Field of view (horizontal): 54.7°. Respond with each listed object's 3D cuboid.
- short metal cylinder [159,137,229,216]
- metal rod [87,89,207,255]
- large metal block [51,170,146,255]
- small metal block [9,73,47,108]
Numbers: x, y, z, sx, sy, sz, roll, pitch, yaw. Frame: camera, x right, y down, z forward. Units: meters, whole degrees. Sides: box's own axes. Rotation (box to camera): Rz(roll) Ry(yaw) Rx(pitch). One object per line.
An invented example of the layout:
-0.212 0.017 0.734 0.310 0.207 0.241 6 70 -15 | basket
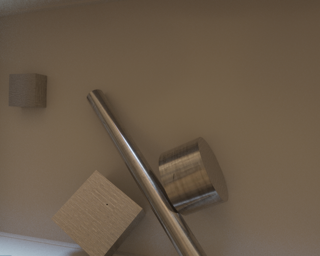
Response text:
0.041 0.057 0.366 0.050 0.080 0.080 -25 82 18 | short metal cylinder
-0.016 0.063 0.375 0.025 0.025 0.300 -43 62 15 | metal rod
-0.077 0.116 0.406 0.080 0.050 0.080 36 72 16 | large metal block
-0.205 -0.057 0.481 0.050 0.025 0.050 2 91 19 | small metal block
